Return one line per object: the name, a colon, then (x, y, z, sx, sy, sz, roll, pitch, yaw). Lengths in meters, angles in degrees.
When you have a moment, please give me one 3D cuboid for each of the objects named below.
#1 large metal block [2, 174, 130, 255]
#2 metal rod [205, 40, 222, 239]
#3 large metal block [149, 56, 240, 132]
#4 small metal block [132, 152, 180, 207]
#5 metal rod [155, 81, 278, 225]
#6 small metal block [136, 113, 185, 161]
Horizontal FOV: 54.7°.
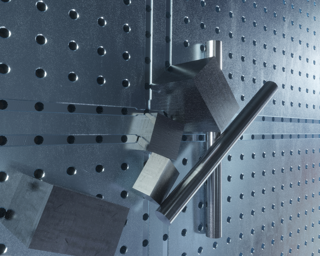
large metal block: (-0.091, 0.084, 0.297, 0.080, 0.080, 0.050, 29, 72, -37)
metal rod: (0.083, 0.017, 0.478, 0.025, 0.025, 0.298, 0, 90, -40)
large metal block: (0.046, -0.041, 0.411, 0.050, 0.080, 0.080, -47, 118, -30)
small metal block: (-0.003, 0.066, 0.392, 0.050, 0.025, 0.050, -60, 150, -18)
metal rod: (0.097, 0.020, 0.456, 0.301, 0.025, 0.025, -44, 117, -30)
small metal block: (0.001, 0.012, 0.410, 0.050, 0.025, 0.050, 23, 76, -38)
